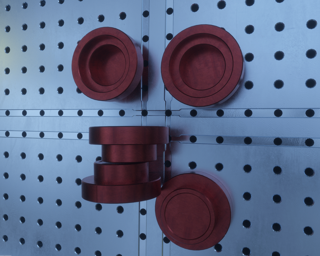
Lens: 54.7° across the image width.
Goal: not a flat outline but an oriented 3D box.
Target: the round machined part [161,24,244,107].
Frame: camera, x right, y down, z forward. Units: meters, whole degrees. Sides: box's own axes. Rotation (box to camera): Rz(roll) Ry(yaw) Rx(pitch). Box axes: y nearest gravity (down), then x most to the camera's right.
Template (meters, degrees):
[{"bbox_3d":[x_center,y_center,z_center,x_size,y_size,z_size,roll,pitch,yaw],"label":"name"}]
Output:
[{"bbox_3d":[0.054,-0.074,0.384,0.098,0.042,0.097,0,90,19],"label":"round machined part"}]

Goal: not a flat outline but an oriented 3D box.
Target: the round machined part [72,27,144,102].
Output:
[{"bbox_3d":[-0.068,-0.085,0.426,0.098,0.042,0.097,0,90,19],"label":"round machined part"}]

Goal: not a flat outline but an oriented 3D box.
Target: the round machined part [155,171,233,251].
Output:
[{"bbox_3d":[0.039,0.106,0.389,0.098,0.042,0.097,0,90,19],"label":"round machined part"}]

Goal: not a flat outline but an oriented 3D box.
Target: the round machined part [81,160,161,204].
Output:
[{"bbox_3d":[-0.048,0.062,0.390,0.098,0.098,0.042,-1,90,19],"label":"round machined part"}]

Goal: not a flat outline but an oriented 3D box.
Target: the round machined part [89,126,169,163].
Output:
[{"bbox_3d":[-0.038,0.020,0.386,0.098,0.098,0.042,-1,89,19],"label":"round machined part"}]
